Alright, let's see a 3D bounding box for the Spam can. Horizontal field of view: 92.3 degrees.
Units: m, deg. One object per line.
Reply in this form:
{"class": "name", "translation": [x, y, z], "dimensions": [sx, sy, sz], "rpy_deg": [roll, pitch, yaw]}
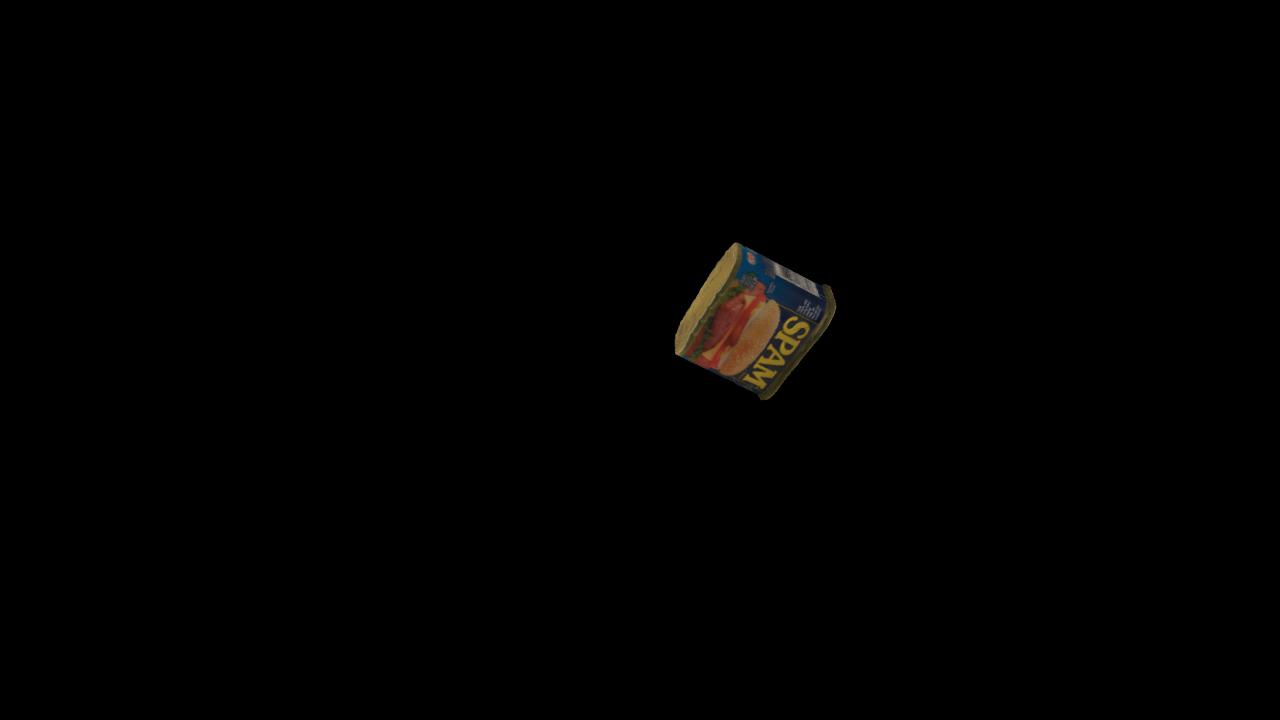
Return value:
{"class": "Spam can", "translation": [0.086, -0.030, 0.482], "dimensions": [0.085, 0.101, 0.058], "rpy_deg": [26, 32, -10]}
